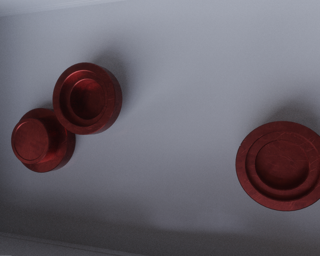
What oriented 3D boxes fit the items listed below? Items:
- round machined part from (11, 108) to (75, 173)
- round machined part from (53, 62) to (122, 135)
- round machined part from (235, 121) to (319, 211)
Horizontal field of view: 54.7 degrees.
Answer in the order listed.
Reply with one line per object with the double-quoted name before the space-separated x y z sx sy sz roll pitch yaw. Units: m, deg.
"round machined part" -0.181 0.019 0.463 0.098 0.042 0.097 0 90 19
"round machined part" -0.097 -0.039 0.434 0.098 0.042 0.097 0 90 19
"round machined part" 0.138 0.041 0.353 0.098 0.042 0.097 0 90 19
